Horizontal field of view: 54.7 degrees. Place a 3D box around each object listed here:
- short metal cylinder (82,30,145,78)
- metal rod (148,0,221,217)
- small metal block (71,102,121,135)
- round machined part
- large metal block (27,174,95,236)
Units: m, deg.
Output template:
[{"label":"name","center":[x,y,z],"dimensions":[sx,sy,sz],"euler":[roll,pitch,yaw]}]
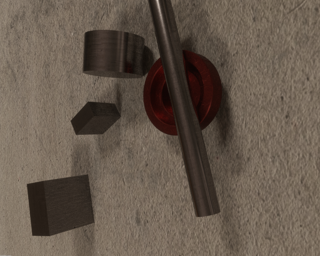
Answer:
[{"label":"short metal cylinder","center":[-0.062,-0.097,0.418],"dimensions":[0.080,0.081,0.050],"euler":[6,94,39]},{"label":"metal rod","center":[0.017,-0.058,0.334],"dimensions":[0.025,0.025,0.298],"euler":[-20,78,38]},{"label":"small metal block","center":[-0.096,-0.014,0.466],"dimensions":[0.050,0.050,0.025],"euler":[-40,66,32]},{"label":"round machined part","center":[0.030,-0.040,0.367],"dimensions":[0.098,0.042,0.097],"euler":[0,90,39]},{"label":"large metal block","center":[-0.158,0.122,0.497],"dimensions":[0.050,0.081,0.080],"euler":[-16,80,39]}]
